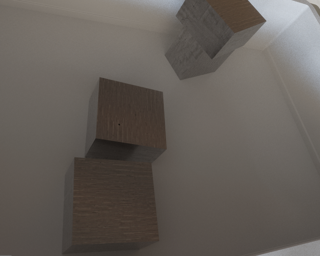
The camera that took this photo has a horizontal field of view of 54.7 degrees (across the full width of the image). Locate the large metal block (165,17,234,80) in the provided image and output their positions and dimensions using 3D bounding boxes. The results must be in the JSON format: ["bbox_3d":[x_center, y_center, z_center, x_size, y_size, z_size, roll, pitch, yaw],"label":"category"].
[{"bbox_3d":[0.067,-0.125,0.482,0.081,0.080,0.050,-19,72,-35],"label":"large metal block"}]

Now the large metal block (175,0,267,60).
[{"bbox_3d":[0.083,-0.150,0.423,0.081,0.050,0.080,-30,79,-38],"label":"large metal block"}]

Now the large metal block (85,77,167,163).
[{"bbox_3d":[-0.041,-0.006,0.371,0.081,0.050,0.080,11,57,-23],"label":"large metal block"}]

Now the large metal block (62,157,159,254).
[{"bbox_3d":[-0.052,0.079,0.313,0.081,0.050,0.080,7,59,-25],"label":"large metal block"}]
